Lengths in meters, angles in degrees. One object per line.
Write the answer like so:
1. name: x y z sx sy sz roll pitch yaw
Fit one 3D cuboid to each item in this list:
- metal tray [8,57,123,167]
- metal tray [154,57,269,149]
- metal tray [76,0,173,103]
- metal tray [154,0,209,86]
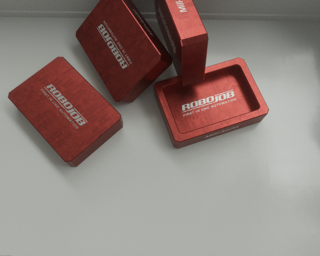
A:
1. metal tray: -0.125 -0.024 0.415 0.090 0.030 0.130 -42 76 -14
2. metal tray: 0.067 -0.035 0.419 0.131 0.030 0.090 -18 71 -7
3. metal tray: -0.053 -0.110 0.420 0.090 0.030 0.130 -41 71 26
4. metal tray: 0.023 -0.130 0.394 0.030 0.090 0.130 -16 65 -3
